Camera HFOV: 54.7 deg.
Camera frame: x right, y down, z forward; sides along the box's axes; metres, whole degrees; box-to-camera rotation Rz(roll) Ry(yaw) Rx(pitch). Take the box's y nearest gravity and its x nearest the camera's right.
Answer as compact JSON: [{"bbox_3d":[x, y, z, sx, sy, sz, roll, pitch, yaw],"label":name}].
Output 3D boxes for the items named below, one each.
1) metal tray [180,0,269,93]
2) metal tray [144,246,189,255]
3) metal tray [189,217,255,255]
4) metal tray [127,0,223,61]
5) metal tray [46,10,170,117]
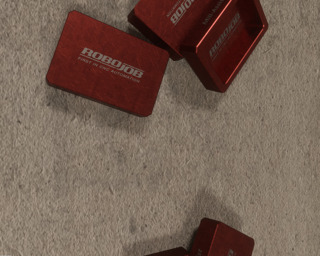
[{"bbox_3d":[0.092,-0.125,0.421,0.130,0.030,0.090,-55,133,-12],"label":"metal tray"},{"bbox_3d":[0.003,0.234,0.409,0.091,0.030,0.129,-6,92,-20],"label":"metal tray"},{"bbox_3d":[0.074,0.197,0.411,0.090,0.030,0.130,35,67,-33],"label":"metal tray"},{"bbox_3d":[0.030,-0.168,0.418,0.090,0.030,0.130,38,78,-16],"label":"metal tray"},{"bbox_3d":[-0.062,-0.075,0.384,0.131,0.030,0.090,19,84,-20],"label":"metal tray"}]
